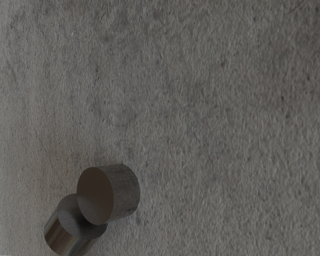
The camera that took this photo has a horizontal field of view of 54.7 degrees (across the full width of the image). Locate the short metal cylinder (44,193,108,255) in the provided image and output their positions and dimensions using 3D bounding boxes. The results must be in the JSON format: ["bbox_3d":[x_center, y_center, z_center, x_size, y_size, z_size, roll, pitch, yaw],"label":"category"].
[{"bbox_3d":[-0.127,0.147,0.471,0.080,0.081,0.050,52,120,27],"label":"short metal cylinder"}]

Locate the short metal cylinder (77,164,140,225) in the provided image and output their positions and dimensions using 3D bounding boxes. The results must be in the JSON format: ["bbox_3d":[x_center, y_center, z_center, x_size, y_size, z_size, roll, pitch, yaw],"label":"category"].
[{"bbox_3d":[-0.075,0.094,0.448,0.080,0.050,0.079,0,90,39],"label":"short metal cylinder"}]
